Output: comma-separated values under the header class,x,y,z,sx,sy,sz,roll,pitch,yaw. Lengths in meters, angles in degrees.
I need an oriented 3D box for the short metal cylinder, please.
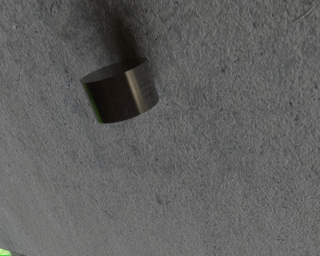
class,x,y,z,sx,sy,sz,roll,pitch,yaw
short metal cylinder,-0.047,-0.046,0.368,0.080,0.080,0.050,-4,116,30
